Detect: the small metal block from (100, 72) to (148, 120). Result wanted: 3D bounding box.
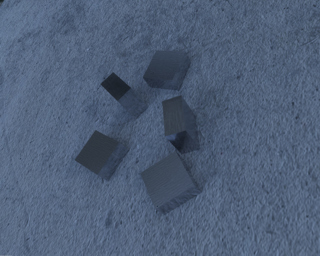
[{"bbox_3d":[-0.051,-0.046,0.443,0.025,0.050,0.050,-45,51,-3],"label":"small metal block"}]

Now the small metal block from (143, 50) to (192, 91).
[{"bbox_3d":[0.011,-0.084,0.450,0.050,0.025,0.050,11,67,33],"label":"small metal block"}]

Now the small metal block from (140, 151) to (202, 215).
[{"bbox_3d":[0.012,0.063,0.359,0.050,0.025,0.050,-33,52,6],"label":"small metal block"}]

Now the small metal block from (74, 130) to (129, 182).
[{"bbox_3d":[-0.080,0.037,0.423,0.050,0.025,0.050,23,74,36],"label":"small metal block"}]

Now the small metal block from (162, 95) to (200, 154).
[{"bbox_3d":[0.026,-0.003,0.376,0.025,0.050,0.050,-17,55,19],"label":"small metal block"}]
